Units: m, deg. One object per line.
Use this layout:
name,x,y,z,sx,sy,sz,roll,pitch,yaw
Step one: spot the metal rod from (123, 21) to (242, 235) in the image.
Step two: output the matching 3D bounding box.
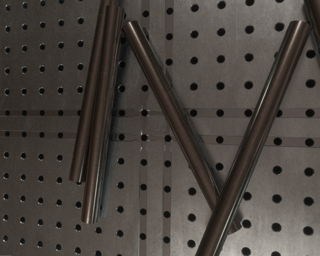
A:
metal rod,0.024,-0.007,0.403,0.025,0.025,0.299,-29,81,17

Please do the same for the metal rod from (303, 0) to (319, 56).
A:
metal rod,0.210,-0.009,0.338,0.025,0.025,0.298,-15,85,19

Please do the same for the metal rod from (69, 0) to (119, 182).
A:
metal rod,-0.092,-0.070,0.443,0.025,0.025,0.298,12,94,19

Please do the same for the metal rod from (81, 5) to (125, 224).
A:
metal rod,-0.080,-0.014,0.431,0.025,0.025,0.298,10,96,19

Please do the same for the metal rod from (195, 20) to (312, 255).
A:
metal rod,0.106,0.021,0.358,0.025,0.025,0.299,22,91,18
